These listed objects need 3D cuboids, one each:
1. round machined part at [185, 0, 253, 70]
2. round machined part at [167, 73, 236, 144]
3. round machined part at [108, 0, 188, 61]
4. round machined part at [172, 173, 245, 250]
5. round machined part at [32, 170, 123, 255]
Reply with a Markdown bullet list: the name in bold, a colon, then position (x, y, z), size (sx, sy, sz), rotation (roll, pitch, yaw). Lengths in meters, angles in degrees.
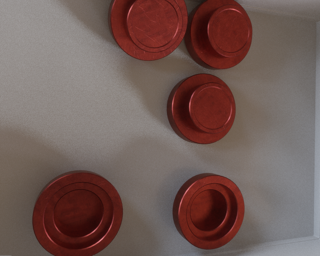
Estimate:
- **round machined part**: position (0.087, -0.131, 0.427), size (0.099, 0.042, 0.097), rotation (-3, 98, -20)
- **round machined part**: position (0.063, -0.026, 0.424), size (0.099, 0.042, 0.097), rotation (0, 90, -20)
- **round machined part**: position (-0.011, -0.130, 0.378), size (0.099, 0.042, 0.097), rotation (-8, 117, -16)
- **round machined part**: position (0.062, 0.110, 0.425), size (0.099, 0.042, 0.097), rotation (0, 90, -20)
- **round machined part**: position (-0.097, 0.099, 0.366), size (0.099, 0.042, 0.097), rotation (0, 90, -20)
